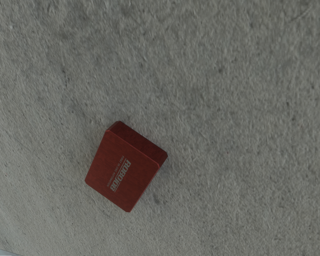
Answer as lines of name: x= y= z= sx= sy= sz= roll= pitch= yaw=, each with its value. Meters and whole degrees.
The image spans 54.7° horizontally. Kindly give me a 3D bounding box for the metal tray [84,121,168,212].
metal tray: x=-0.055 y=0.062 z=0.469 sx=0.090 sy=0.030 sz=0.129 roll=34 pitch=129 yaw=5
